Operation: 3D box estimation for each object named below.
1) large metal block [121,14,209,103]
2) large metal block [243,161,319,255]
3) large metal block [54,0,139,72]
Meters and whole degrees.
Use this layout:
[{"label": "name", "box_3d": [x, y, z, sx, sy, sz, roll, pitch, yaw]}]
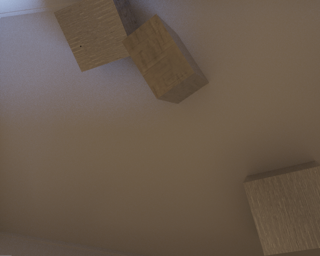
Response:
[{"label": "large metal block", "box_3d": [0.010, -0.079, 0.378, 0.050, 0.080, 0.080, -34, 79, 17]}, {"label": "large metal block", "box_3d": [0.146, 0.087, 0.345, 0.080, 0.050, 0.080, -17, 84, 19]}, {"label": "large metal block", "box_3d": [-0.076, -0.129, 0.407, 0.080, 0.050, 0.080, -13, 112, 21]}]
